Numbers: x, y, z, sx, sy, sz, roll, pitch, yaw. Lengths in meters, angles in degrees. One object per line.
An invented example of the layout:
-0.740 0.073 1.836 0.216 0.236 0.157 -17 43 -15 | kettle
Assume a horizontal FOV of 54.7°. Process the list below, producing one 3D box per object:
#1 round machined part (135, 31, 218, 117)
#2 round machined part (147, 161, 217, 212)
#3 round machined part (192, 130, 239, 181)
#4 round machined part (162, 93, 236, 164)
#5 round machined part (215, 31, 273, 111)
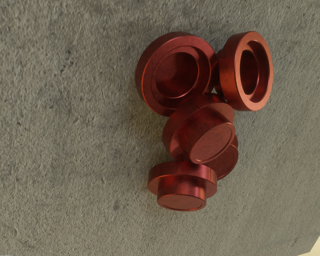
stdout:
0.016 -0.065 0.367 0.099 0.042 0.097 -14 125 -21 | round machined part
0.031 0.087 0.437 0.099 0.042 0.098 4 147 3 | round machined part
0.079 0.042 0.468 0.099 0.042 0.097 -14 125 -21 | round machined part
0.055 0.007 0.391 0.099 0.042 0.097 -22 140 -20 | round machined part
0.102 -0.070 0.394 0.099 0.042 0.097 -3 94 -46 | round machined part
